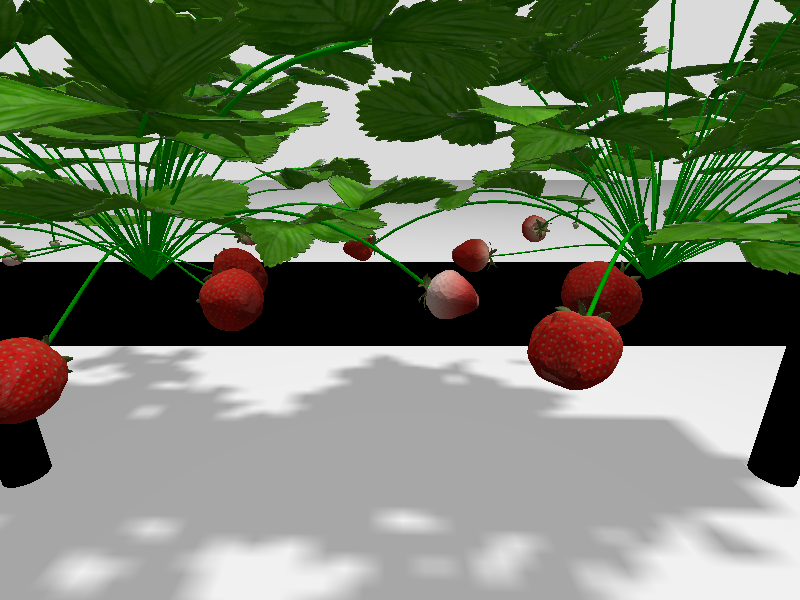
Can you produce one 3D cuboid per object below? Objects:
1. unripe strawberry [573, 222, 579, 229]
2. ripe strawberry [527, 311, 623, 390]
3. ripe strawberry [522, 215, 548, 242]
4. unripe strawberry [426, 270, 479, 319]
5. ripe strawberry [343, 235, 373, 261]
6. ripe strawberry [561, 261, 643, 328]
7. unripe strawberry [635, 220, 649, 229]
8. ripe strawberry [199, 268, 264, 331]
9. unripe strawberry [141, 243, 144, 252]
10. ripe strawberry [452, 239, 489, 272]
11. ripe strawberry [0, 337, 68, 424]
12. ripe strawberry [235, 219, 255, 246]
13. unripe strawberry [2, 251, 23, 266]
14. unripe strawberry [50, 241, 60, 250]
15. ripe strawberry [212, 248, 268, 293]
[{"bbox_3d":[0.255,-0.108,0.581,0.009,0.010,0.010,2,18,7],"label":"unripe strawberry"},{"bbox_3d":[0.075,0.024,0.177,0.039,0.035,0.035,14,41,36],"label":"ripe strawberry"},{"bbox_3d":[0.180,-0.097,0.544,0.034,0.036,0.037,-4,10,-12],"label":"ripe strawberry"},{"bbox_3d":[0.035,-0.002,0.263,0.034,0.033,0.031,12,21,18],"label":"unripe strawberry"},{"bbox_3d":[-0.044,-0.056,0.424,0.031,0.031,0.034,1,18,15],"label":"ripe strawberry"},{"bbox_3d":[0.121,-0.003,0.246,0.046,0.039,0.046,16,25,39],"label":"ripe strawberry"},{"bbox_3d":[0.344,-0.104,0.576,0.022,0.022,0.019,9,21,26],"label":"unripe strawberry"},{"bbox_3d":[-0.100,0.001,0.244,0.040,0.039,0.037,17,25,40],"label":"ripe strawberry"},{"bbox_3d":[-0.303,-0.062,0.474,0.010,0.011,0.011,-12,-19,-31],"label":"unripe strawberry"},{"bbox_3d":[0.067,-0.043,0.382,0.035,0.030,0.035,2,18,9],"label":"ripe strawberry"},{"bbox_3d":[-0.150,0.033,0.154,0.033,0.034,0.036,-6,20,-18],"label":"ripe strawberry"},{"bbox_3d":[-0.195,-0.090,0.522,0.034,0.036,0.037,3,18,9],"label":"ripe strawberry"},{"bbox_3d":[-0.393,-0.042,0.405,0.017,0.014,0.017,5,19,15],"label":"unripe strawberry"},{"bbox_3d":[-0.372,-0.059,0.432,0.010,0.010,0.009,10,21,27],"label":"unripe strawberry"},{"bbox_3d":[-0.114,-0.017,0.288,0.039,0.041,0.036,12,22,30],"label":"ripe strawberry"}]
